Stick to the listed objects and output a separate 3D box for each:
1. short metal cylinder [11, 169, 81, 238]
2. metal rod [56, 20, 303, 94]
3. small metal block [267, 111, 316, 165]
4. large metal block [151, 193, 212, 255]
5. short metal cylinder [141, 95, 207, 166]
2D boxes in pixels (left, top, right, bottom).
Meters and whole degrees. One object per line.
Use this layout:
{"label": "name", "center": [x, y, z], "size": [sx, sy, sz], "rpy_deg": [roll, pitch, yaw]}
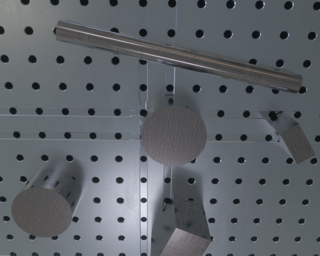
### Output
{"label": "short metal cylinder", "center": [-0.158, 0.106, 0.437], "size": [0.081, 0.050, 0.079], "rpy_deg": [0, 110, 0]}
{"label": "metal rod", "center": [0.027, -0.086, 0.381], "size": [0.302, 0.025, 0.025], "rpy_deg": [12, 110, -5]}
{"label": "small metal block", "center": [0.171, 0.012, 0.406], "size": [0.025, 0.050, 0.050], "rpy_deg": [-32, 107, 11]}
{"label": "large metal block", "center": [0.026, 0.155, 0.441], "size": [0.050, 0.080, 0.080], "rpy_deg": [23, 108, -9]}
{"label": "short metal cylinder", "center": [0.017, 0.002, 0.401], "size": [0.081, 0.050, 0.079], "rpy_deg": [0, 110, 0]}
